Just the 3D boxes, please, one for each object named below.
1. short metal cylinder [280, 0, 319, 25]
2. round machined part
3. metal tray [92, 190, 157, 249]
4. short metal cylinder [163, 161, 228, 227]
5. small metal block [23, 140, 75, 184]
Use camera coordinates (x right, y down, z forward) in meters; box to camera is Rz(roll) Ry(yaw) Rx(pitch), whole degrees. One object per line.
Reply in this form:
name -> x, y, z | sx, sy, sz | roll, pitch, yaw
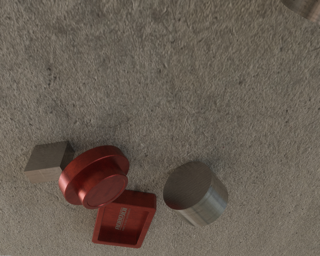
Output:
short metal cylinder -> 0.155, -0.122, 0.269 | 0.081, 0.080, 0.050 | 12, 129, -10
round machined part -> -0.083, 0.074, 0.426 | 0.099, 0.042, 0.097 | -29, 147, -21
metal tray -> -0.064, 0.159, 0.538 | 0.091, 0.030, 0.129 | 11, 129, -10
short metal cylinder -> 0.052, 0.096, 0.453 | 0.080, 0.080, 0.050 | -28, 125, 21
small metal block -> -0.151, 0.047, 0.429 | 0.050, 0.050, 0.025 | -9, 130, 7
